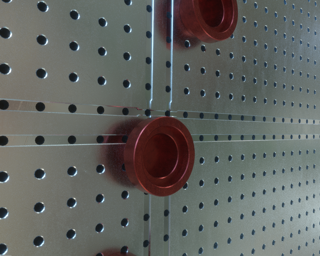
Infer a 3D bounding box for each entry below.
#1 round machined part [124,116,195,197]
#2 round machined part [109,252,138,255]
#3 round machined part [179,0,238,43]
[{"bbox_3d":[-0.005,0.034,0.393,0.099,0.042,0.097,0,90,-40],"label":"round machined part"},{"bbox_3d":[-0.041,0.202,0.363,0.099,0.042,0.097,0,90,-40],"label":"round machined part"},{"bbox_3d":[0.067,-0.173,0.453,0.099,0.042,0.097,0,90,-40],"label":"round machined part"}]
